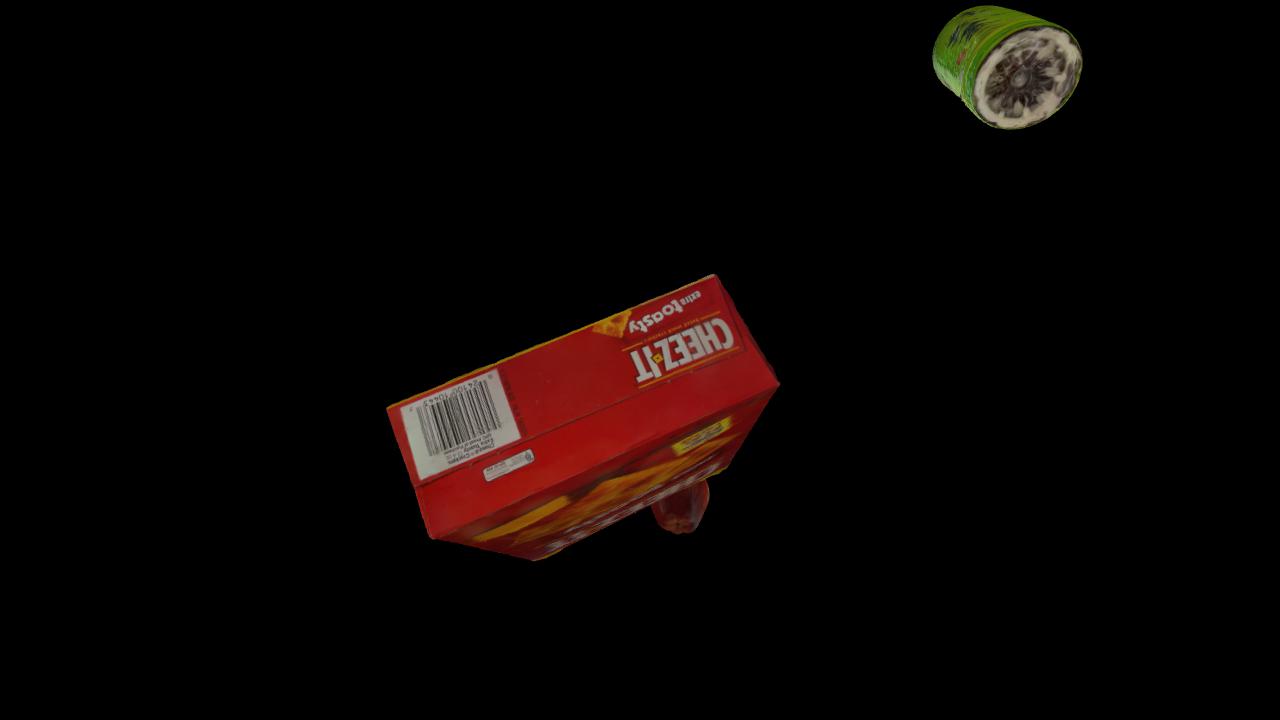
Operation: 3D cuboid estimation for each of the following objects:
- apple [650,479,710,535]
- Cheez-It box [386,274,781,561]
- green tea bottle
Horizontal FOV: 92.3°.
[{"bbox_3d":[0.050,0.176,0.793,0.079,0.079,0.093,0,41,12],"label":"apple"},{"bbox_3d":[-0.022,0.053,0.369,0.166,0.071,0.223,-23,-19,-6],"label":"Cheez-It box"},{"bbox_3d":[0.285,-0.247,0.503,0.073,0.073,0.212,0,32,15],"label":"green tea bottle"}]
